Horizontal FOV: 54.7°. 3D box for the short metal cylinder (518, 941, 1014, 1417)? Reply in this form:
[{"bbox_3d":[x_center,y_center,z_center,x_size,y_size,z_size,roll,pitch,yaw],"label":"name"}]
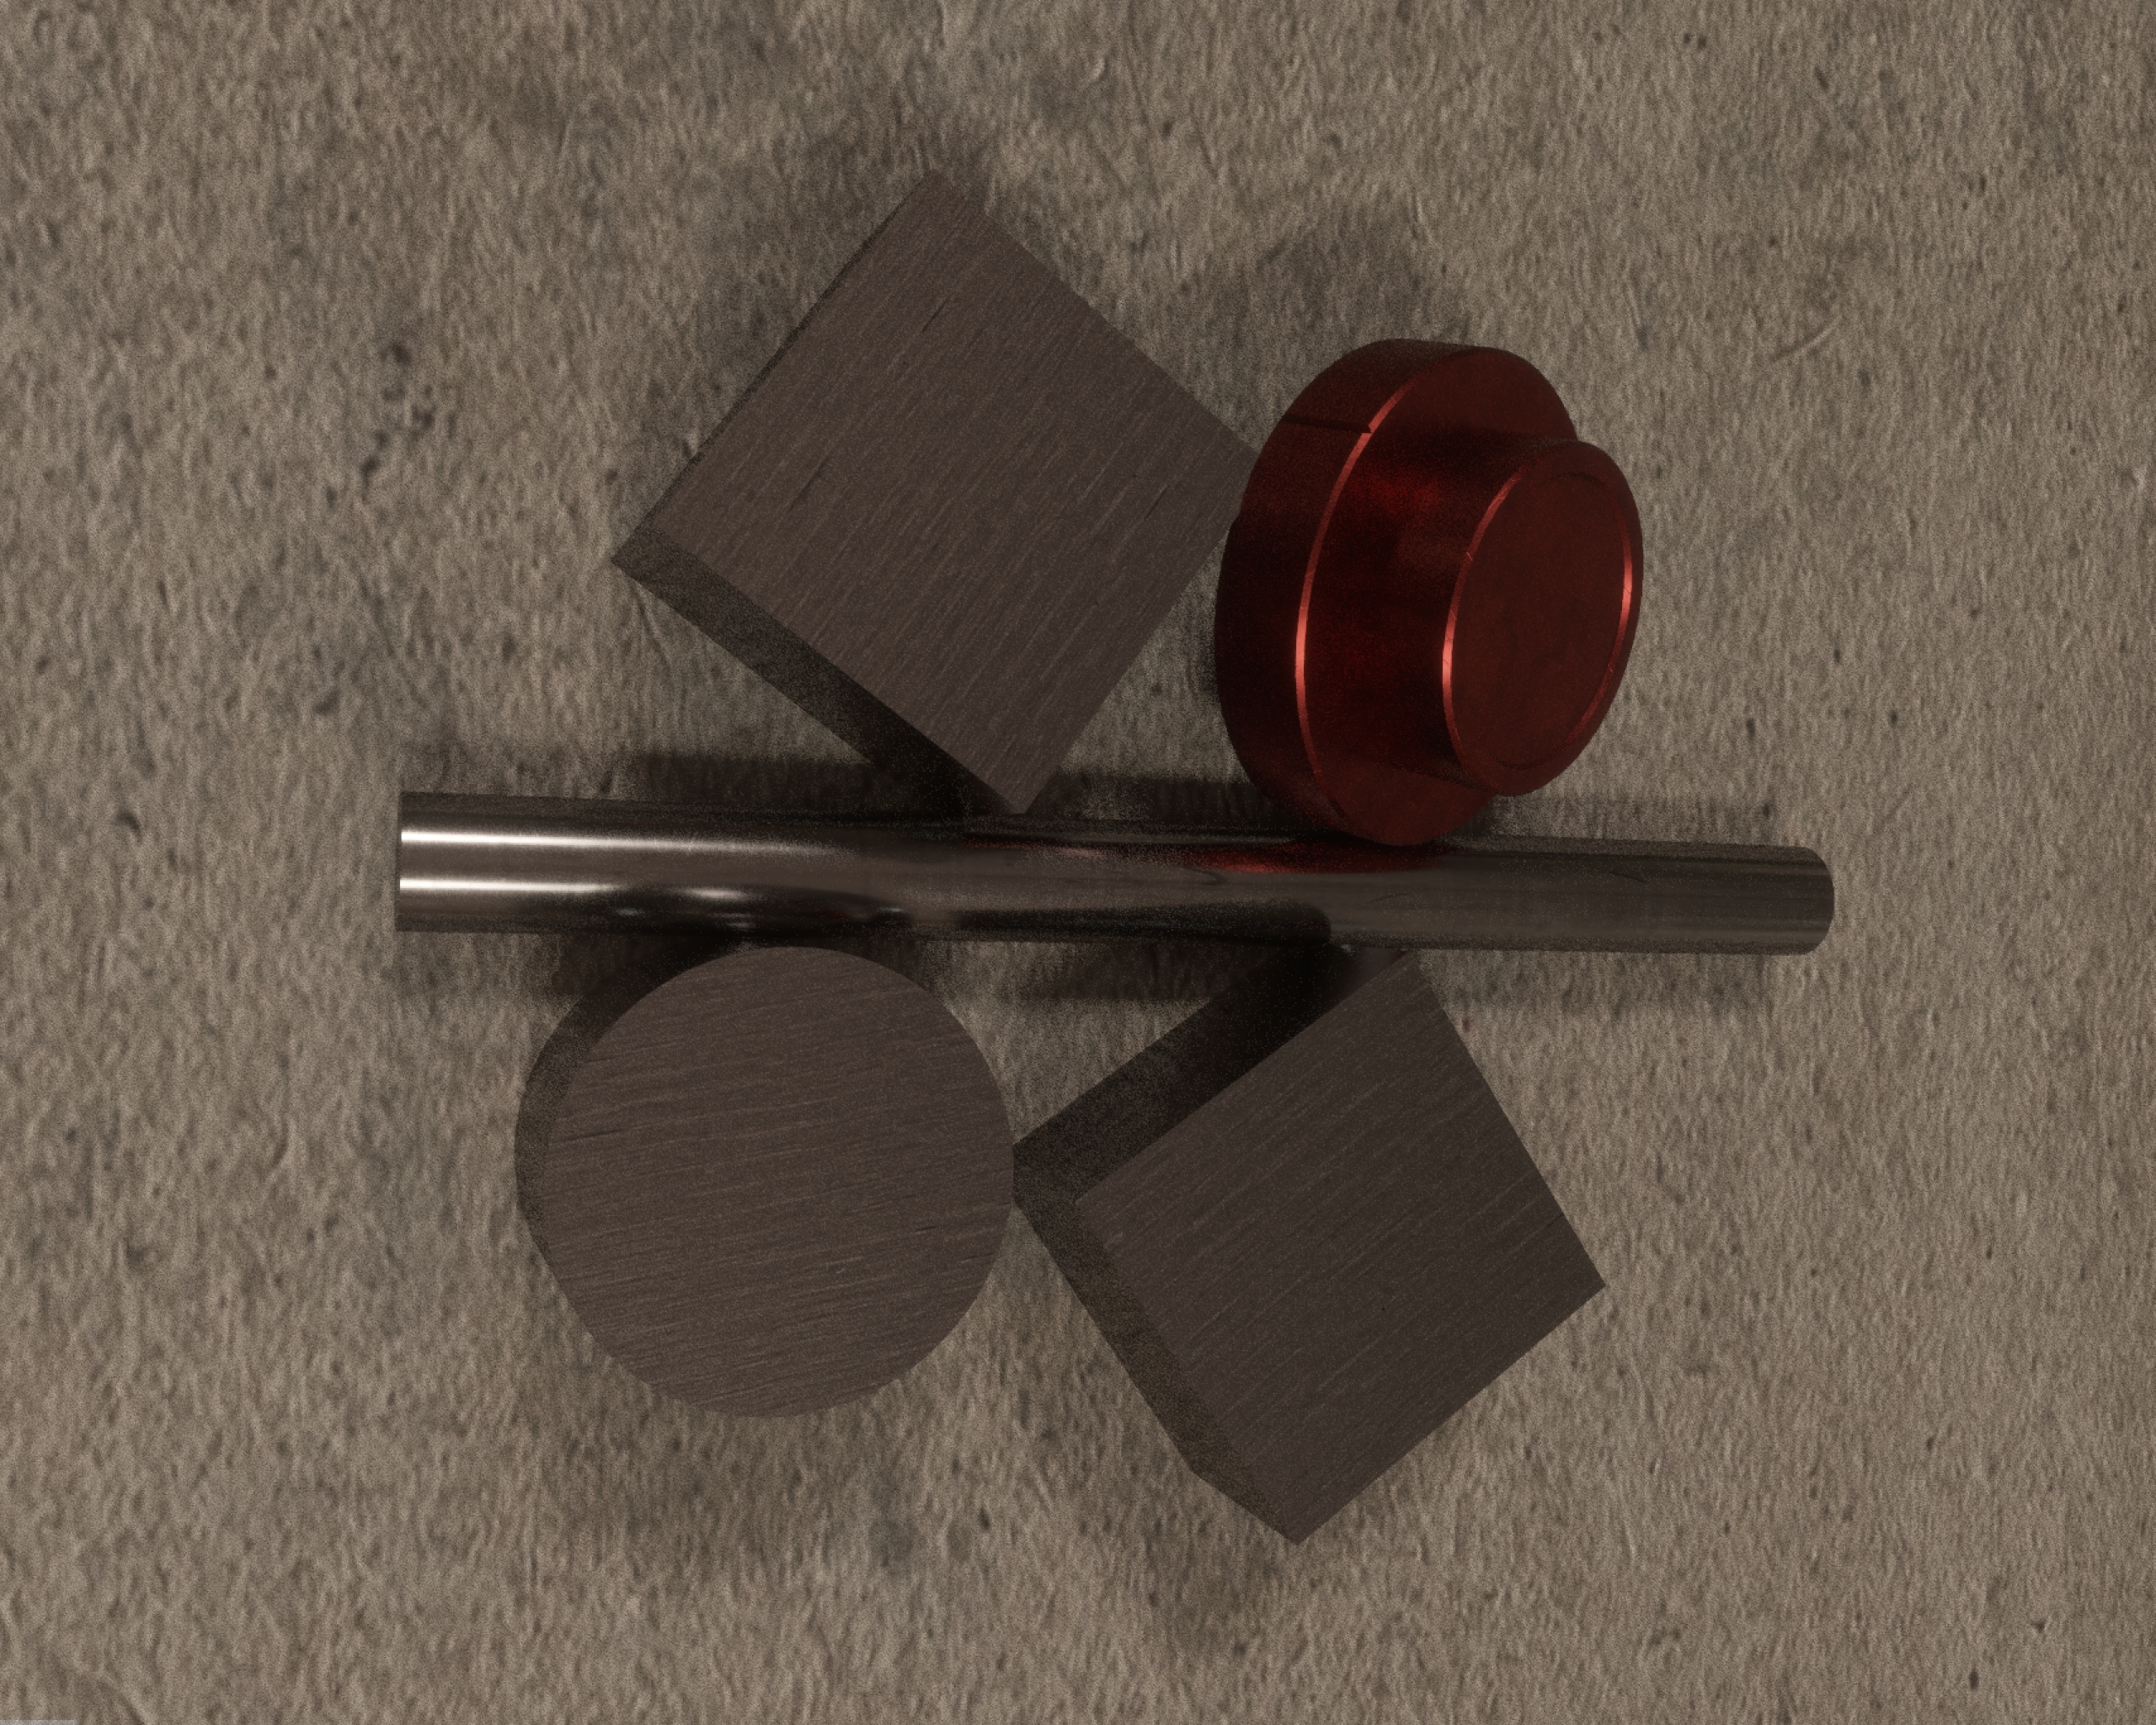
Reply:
[{"bbox_3d":[-0.058,0.054,0.376,0.081,0.050,0.079,0,90,-21],"label":"short metal cylinder"}]

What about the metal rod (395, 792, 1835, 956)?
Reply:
[{"bbox_3d":[0.022,0.004,0.420,0.303,0.025,0.025,2,90,-21],"label":"metal rod"}]

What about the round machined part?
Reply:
[{"bbox_3d":[0.074,-0.050,0.405,0.099,0.042,0.097,-21,119,-42],"label":"round machined part"}]

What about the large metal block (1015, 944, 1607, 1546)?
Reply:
[{"bbox_3d":[0.043,0.072,0.414,0.080,0.050,0.080,-35,102,-17],"label":"large metal block"}]

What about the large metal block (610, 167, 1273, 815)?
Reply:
[{"bbox_3d":[-0.026,-0.064,0.386,0.080,0.050,0.080,38,78,-16],"label":"large metal block"}]
